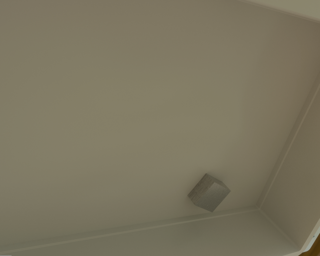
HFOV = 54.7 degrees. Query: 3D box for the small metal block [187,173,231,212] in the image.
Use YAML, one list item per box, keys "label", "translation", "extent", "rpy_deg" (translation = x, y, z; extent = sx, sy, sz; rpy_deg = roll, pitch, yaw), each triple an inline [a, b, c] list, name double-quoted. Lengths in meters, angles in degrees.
- label: "small metal block"
  translation: [0.084, 0.111, 0.525]
  extent: [0.050, 0.025, 0.050]
  rpy_deg: [31, 101, -39]
